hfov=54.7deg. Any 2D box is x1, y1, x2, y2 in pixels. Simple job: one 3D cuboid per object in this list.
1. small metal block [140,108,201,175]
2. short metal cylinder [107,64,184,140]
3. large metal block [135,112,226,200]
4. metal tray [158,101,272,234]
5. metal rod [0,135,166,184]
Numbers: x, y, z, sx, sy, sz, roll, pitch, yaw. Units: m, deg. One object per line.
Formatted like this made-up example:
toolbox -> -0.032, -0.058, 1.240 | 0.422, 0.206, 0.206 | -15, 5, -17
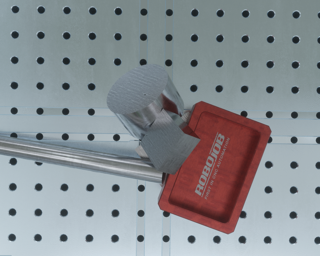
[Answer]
small metal block -> 0.010, 0.015, 0.341 | 0.025, 0.050, 0.050 | 21, 111, -39
short metal cylinder -> -0.017, -0.032, 0.379 | 0.080, 0.080, 0.050 | -35, 133, 0
large metal block -> 0.025, 0.035, 0.400 | 0.080, 0.050, 0.080 | -35, 90, 0
metal tray -> 0.061, 0.044, 0.359 | 0.090, 0.030, 0.129 | 21, 90, 0
metal rod -> -0.142, 0.031, 0.382 | 0.301, 0.025, 0.025 | 8, 90, 11
